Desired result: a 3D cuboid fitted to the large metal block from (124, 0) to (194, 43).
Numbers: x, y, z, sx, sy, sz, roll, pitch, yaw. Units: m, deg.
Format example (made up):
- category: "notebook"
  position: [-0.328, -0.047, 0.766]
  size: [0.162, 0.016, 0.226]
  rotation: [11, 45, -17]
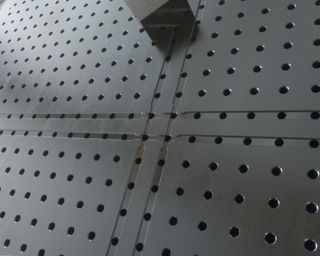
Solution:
- category: "large metal block"
  position: [-0.003, -0.202, 0.519]
  size: [0.080, 0.050, 0.080]
  rotation: [-34, 51, 5]
